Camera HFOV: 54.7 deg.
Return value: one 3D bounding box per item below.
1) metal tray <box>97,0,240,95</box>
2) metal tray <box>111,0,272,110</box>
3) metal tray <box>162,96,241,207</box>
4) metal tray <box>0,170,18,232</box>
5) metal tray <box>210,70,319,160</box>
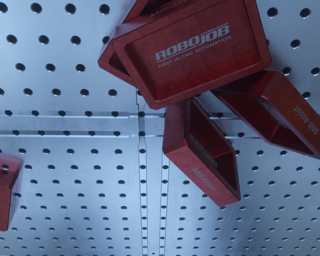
[{"bbox_3d":[0.005,-0.097,0.325,0.090,0.030,0.129,28,125,-22],"label":"metal tray"},{"bbox_3d":[0.031,-0.078,0.301,0.130,0.030,0.090,-20,128,15],"label":"metal tray"},{"bbox_3d":[0.056,0.029,0.392,0.030,0.090,0.130,-25,126,28],"label":"metal tray"},{"bbox_3d":[-0.286,0.115,0.502,0.091,0.030,0.129,16,128,-14],"label":"metal tray"},{"bbox_3d":[0.130,-0.016,0.356,0.130,0.090,0.030,36,83,-29],"label":"metal tray"}]
